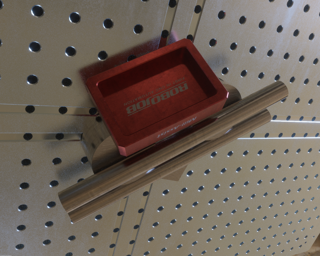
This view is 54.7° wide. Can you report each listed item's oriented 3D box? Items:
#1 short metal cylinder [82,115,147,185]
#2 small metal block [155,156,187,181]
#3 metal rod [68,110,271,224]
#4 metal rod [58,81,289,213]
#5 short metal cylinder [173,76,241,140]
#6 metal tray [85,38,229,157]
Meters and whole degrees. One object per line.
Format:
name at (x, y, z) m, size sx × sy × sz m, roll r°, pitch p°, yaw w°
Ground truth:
short metal cylinder at (-0.051, 0.024, 0.383) m, size 0.081 × 0.050 × 0.079 m, roll -14°, pitch 125°, yaw -21°
small metal block at (0.013, 0.047, 0.448) m, size 0.050 × 0.025 × 0.050 m, roll 16°, pitch 110°, yaw -35°
metal rod at (0.021, 0.044, 0.418) m, size 0.302 × 0.025 × 0.025 m, roll -26°, pitch 128°, yaw -13°
metal rod at (0.026, 0.016, 0.371) m, size 0.302 × 0.025 × 0.025 m, roll -27°, pitch 128°, yaw -12°
short metal cylinder at (0.060, -0.030, 0.412) m, size 0.081 × 0.050 × 0.079 m, roll -14°, pitch 125°, yaw -21°
metal tray at (-0.003, -0.037, 0.344) m, size 0.131 × 0.090 × 0.030 m, roll -26°, pitch 160°, yaw -13°
